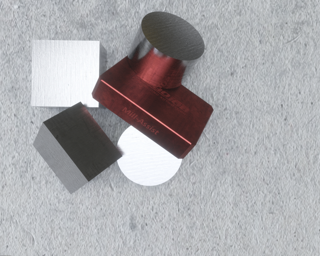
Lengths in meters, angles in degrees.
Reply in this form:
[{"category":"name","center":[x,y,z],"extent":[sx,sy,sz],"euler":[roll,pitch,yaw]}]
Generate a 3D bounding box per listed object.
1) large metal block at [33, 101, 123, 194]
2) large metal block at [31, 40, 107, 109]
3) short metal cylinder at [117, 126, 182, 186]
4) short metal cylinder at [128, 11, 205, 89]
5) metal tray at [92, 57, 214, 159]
[{"category":"large metal block","center":[-0.103,0.027,0.376],"extent":[0.050,0.080,0.080],"euler":[-38,91,-36]},{"category":"large metal block","center":[-0.113,-0.065,0.396],"extent":[0.081,0.050,0.080],"euler":[1,90,0]},{"category":"short metal cylinder","center":[-0.013,0.030,0.399],"extent":[0.081,0.050,0.080],"euler":[0,90,0]},{"category":"short metal cylinder","center":[0.007,-0.095,0.379],"extent":[0.081,0.050,0.080],"euler":[14,53,-18]},{"category":"metal tray","center":[-0.005,-0.032,0.380],"extent":[0.130,0.090,0.030],"euler":[36,130,0]}]
